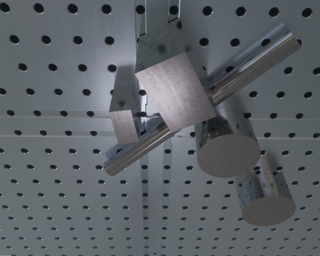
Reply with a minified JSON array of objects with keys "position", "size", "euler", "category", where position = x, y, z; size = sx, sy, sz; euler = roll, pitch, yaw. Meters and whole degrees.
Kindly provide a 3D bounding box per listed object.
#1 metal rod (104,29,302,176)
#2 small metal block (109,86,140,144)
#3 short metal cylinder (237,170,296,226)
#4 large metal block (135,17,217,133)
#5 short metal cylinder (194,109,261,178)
[{"position":[0.035,-0.018,0.396],"size":[0.299,0.025,0.025],"euler":[-36,122,26],"category":"metal rod"},{"position":[-0.042,-0.016,0.381],"size":[0.025,0.050,0.050],"euler":[-6,130,5],"category":"small metal block"},{"position":[0.167,0.112,0.493],"size":[0.081,0.050,0.079],"euler":[0,130,0],"category":"short metal cylinder"},{"position":[0.017,-0.056,0.328],"size":[0.050,0.080,0.080],"euler":[-21,127,16],"category":"large metal block"},{"position":[0.088,0.021,0.415],"size":[0.081,0.050,0.079],"euler":[0,130,0],"category":"short metal cylinder"}]
